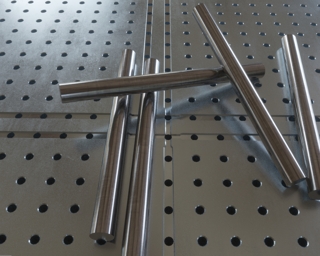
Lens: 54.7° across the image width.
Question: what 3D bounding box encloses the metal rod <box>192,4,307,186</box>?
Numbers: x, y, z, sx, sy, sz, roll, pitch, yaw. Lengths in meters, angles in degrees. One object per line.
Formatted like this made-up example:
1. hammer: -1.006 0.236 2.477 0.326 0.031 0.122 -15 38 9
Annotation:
1. metal rod: 0.111 -0.062 0.425 0.025 0.025 0.299 -15 63 -12

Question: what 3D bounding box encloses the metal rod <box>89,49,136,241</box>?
1. metal rod: -0.055 -0.004 0.410 0.025 0.025 0.300 1 50 1

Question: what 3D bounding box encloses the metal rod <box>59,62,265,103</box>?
1. metal rod: 0.017 -0.067 0.436 0.303 0.025 0.025 -10 50 -20

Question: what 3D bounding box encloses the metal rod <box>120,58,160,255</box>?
1. metal rod: -0.019 0.014 0.395 0.025 0.025 0.300 2 50 1

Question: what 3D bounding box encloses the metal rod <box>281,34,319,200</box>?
1. metal rod: 0.202 -0.039 0.442 0.025 0.025 0.300 7 50 5
